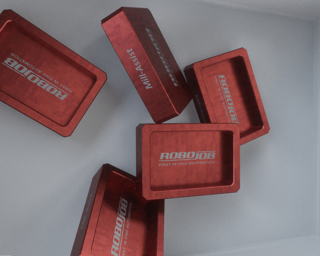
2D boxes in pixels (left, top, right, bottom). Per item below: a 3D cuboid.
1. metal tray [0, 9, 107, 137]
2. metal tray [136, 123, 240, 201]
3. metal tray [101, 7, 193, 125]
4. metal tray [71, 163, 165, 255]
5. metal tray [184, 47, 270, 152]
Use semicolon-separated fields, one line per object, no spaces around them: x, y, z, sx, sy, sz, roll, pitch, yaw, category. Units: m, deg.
-0.140;-0.059;0.356;0.130;0.030;0.090;33;79;-17;metal tray
0.037;0.039;0.391;0.131;0.030;0.089;-1;91;-19;metal tray
-0.009;-0.078;0.374;0.030;0.090;0.130;-24;101;24;metal tray
-0.041;0.109;0.347;0.090;0.130;0.030;29;122;-18;metal tray
0.097;-0.040;0.445;0.091;0.030;0.129;-21;97;-19;metal tray
